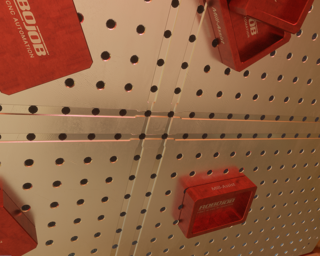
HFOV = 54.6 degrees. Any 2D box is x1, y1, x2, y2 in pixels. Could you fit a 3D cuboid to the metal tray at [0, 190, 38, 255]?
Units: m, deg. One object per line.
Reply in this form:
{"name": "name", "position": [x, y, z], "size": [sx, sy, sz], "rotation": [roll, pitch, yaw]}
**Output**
{"name": "metal tray", "position": [-0.229, 0.139, 0.369], "size": [0.131, 0.030, 0.090], "rotation": [-27, 128, -12]}

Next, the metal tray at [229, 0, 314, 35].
{"name": "metal tray", "position": [0.140, -0.178, 0.333], "size": [0.091, 0.030, 0.129], "rotation": [6, 115, -31]}

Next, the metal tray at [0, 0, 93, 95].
{"name": "metal tray", "position": [-0.124, -0.104, 0.276], "size": [0.091, 0.030, 0.129], "rotation": [-23, 127, -15]}

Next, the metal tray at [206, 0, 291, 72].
{"name": "metal tray", "position": [0.108, -0.145, 0.376], "size": [0.090, 0.030, 0.130], "rotation": [-32, 129, -7]}

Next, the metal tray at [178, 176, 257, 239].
{"name": "metal tray", "position": [0.102, 0.138, 0.547], "size": [0.131, 0.030, 0.089], "rotation": [-6, 121, -25]}
